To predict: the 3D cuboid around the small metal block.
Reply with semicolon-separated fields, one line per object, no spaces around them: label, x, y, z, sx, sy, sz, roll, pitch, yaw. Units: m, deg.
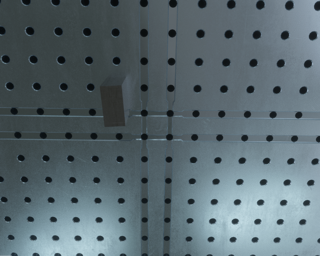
small metal block;-0.055;-0.034;0.387;0.025;0.050;0.050;-3;110;1
